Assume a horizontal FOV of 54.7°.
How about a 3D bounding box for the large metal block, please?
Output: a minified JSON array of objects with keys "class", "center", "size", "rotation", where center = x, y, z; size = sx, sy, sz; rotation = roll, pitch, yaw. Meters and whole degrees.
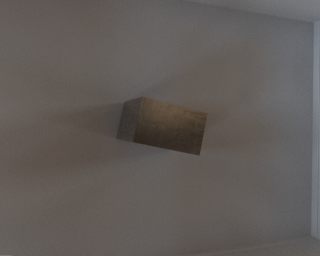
[{"class":"large metal block","center":[-0.001,-0.001,0.380],"size":[0.081,0.080,0.050],"rotation":[13,86,-20]}]
